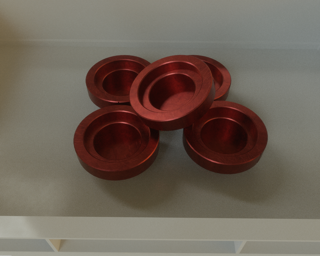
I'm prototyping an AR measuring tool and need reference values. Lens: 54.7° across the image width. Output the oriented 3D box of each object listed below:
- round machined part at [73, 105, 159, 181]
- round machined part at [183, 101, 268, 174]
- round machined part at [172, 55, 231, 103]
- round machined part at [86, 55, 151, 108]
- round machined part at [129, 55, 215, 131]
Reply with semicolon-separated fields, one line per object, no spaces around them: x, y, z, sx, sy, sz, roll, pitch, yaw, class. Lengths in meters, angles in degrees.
-0.050;0.021;0.373;0.099;0.042;0.098;0;50;0;round machined part
0.077;0.015;0.380;0.099;0.042;0.098;0;50;0;round machined part
0.048;-0.057;0.441;0.099;0.042;0.098;0;50;0;round machined part
-0.052;-0.057;0.439;0.099;0.042;0.098;0;50;0;round machined part
0.017;-0.037;0.368;0.098;0.042;0.098;-10;54;15;round machined part
